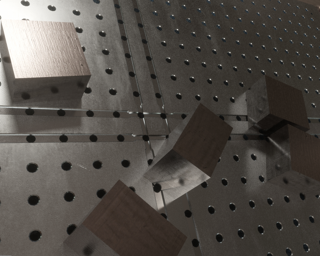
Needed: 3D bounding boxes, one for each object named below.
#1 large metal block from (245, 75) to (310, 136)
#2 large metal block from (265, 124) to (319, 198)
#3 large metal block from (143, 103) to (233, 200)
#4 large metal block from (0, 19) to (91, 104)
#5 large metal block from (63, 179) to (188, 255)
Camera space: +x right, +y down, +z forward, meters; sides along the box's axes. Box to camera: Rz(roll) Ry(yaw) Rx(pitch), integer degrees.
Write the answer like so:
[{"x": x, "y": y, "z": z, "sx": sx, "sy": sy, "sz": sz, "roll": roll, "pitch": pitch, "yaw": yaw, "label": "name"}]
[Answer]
[{"x": 0.195, "y": -0.031, "z": 0.519, "sx": 0.081, "sy": 0.050, "sz": 0.080, "roll": 19, "pitch": 54, "yaw": -18, "label": "large metal block"}, {"x": 0.213, "y": 0.052, "z": 0.478, "sx": 0.080, "sy": 0.050, "sz": 0.080, "roll": 23, "pitch": 53, "yaw": -15, "label": "large metal block"}, {"x": 0.033, "y": 0.029, "z": 0.375, "sx": 0.050, "sy": 0.080, "sz": 0.080, "roll": 37, "pitch": 51, "yaw": -4, "label": "large metal block"}, {"x": -0.137, "y": -0.079, "z": 0.367, "sx": 0.081, "sy": 0.050, "sz": 0.080, "roll": -9, "pitch": 67, "yaw": -32, "label": "large metal block"}, {"x": -0.035, "y": 0.105, "z": 0.291, "sx": 0.080, "sy": 0.080, "sz": 0.050, "roll": 41, "pitch": 51, "yaw": -1, "label": "large metal block"}]
